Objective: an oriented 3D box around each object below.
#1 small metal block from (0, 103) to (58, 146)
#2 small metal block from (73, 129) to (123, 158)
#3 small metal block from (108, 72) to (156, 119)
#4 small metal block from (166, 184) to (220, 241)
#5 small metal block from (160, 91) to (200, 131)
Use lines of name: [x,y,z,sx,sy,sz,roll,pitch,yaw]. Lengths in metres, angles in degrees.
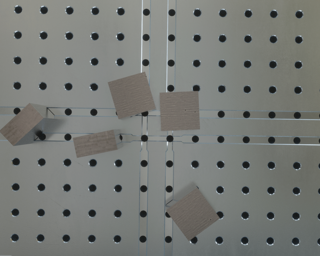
small metal block: [-0.168,-0.004,0.400,0.050,0.050,0.025,-43,90,0]
small metal block: [-0.078,0.019,0.400,0.050,0.050,0.025,-12,90,0]
small metal block: [-0.036,-0.042,0.413,0.050,0.025,0.050,-16,90,0]
small metal block: [0.043,0.112,0.414,0.050,0.025,0.050,-36,90,0]
small metal block: [0.026,-0.022,0.414,0.050,0.025,0.050,-3,90,0]
